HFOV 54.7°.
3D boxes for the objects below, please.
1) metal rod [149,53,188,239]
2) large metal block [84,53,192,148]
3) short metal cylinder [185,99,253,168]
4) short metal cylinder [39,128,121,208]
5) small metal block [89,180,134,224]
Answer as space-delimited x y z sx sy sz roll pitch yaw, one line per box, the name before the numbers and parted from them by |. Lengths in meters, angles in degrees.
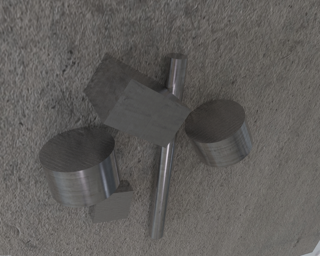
metal rod | 0.007 0.044 0.438 0.025 0.025 0.298 -8 122 -24
large metal block | -0.026 -0.030 0.338 0.080 0.080 0.050 24 105 -37
short metal cylinder | 0.080 0.007 0.419 0.080 0.080 0.050 -34 129 -6
short metal cylinder | -0.088 0.042 0.349 0.081 0.080 0.050 -17 125 -19
small metal block | -0.069 0.102 0.433 0.050 0.025 0.050 -1 119 -28
